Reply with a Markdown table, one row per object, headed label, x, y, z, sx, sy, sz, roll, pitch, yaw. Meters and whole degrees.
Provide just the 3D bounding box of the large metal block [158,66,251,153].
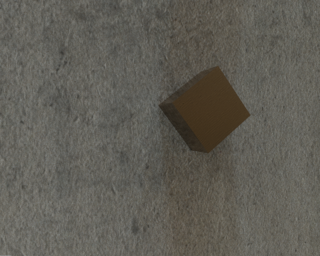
| label | x | y | z | sx | sy | sz | roll | pitch | yaw |
| --- | --- | --- | --- | --- | --- | --- | --- | --- | --- |
| large metal block | 0.059 | -0.024 | 0.417 | 0.080 | 0.050 | 0.080 | -40 | 103 | -16 |
